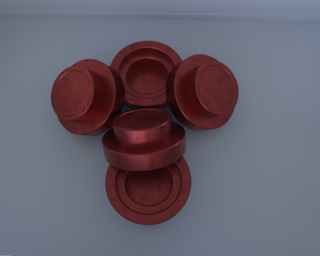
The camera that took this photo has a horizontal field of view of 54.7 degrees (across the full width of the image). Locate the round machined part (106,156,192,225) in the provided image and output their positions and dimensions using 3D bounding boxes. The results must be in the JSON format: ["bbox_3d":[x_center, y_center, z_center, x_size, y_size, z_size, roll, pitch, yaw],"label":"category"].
[{"bbox_3d":[-0.013,0.067,0.374,0.099,0.042,0.098,0,70,0],"label":"round machined part"}]

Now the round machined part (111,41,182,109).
[{"bbox_3d":[-0.017,-0.066,0.422,0.099,0.042,0.098,0,70,0],"label":"round machined part"}]

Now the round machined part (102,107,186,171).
[{"bbox_3d":[-0.019,0.007,0.366,0.099,0.098,0.042,-6,115,-2],"label":"round machined part"}]

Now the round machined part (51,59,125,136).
[{"bbox_3d":[-0.097,-0.040,0.390,0.098,0.042,0.097,-4,82,27],"label":"round machined part"}]

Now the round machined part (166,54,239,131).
[{"bbox_3d":[0.060,-0.047,0.392,0.099,0.042,0.097,5,81,-30],"label":"round machined part"}]
